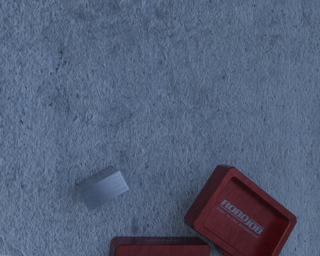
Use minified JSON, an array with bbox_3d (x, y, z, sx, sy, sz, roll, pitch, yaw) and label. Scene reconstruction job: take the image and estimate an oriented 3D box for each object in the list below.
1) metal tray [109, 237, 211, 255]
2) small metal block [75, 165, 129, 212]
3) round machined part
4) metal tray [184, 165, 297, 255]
[{"bbox_3d":[-0.002,0.192,0.406,0.131,0.030,0.089,8,87,-20],"label":"metal tray"},{"bbox_3d":[-0.070,0.070,0.370,0.050,0.050,0.025,-28,99,-18],"label":"small metal block"},{"bbox_3d":[0.117,0.143,0.443,0.099,0.042,0.097,0,90,-20],"label":"round machined part"},{"bbox_3d":[0.106,0.119,0.401,0.130,0.030,0.090,38,78,-16],"label":"metal tray"}]
